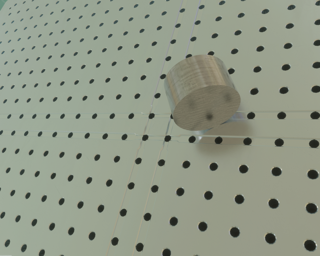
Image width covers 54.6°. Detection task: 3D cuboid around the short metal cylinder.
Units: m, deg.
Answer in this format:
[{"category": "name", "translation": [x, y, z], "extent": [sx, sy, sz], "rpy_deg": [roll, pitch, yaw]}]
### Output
[{"category": "short metal cylinder", "translation": [0.049, -0.041, 0.373], "extent": [0.080, 0.080, 0.050], "rpy_deg": [-24, 53, 13]}]
